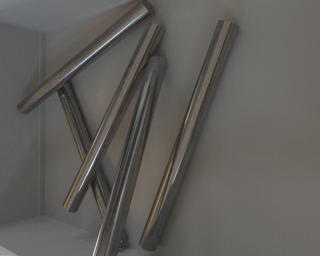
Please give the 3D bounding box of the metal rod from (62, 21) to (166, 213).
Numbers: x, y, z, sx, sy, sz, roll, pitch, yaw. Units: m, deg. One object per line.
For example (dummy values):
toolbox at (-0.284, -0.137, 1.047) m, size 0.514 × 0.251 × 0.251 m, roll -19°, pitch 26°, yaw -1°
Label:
metal rod at (-0.071, -0.007, 0.442) m, size 0.025 × 0.025 × 0.298 m, roll 36°, pitch 106°, yaw 33°

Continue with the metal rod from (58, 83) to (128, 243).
metal rod at (-0.118, 0.040, 0.500) m, size 0.025 × 0.025 × 0.299 m, roll -38°, pitch 67°, yaw 33°

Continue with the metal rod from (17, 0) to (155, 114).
metal rod at (-0.131, -0.100, 0.488) m, size 0.299 × 0.025 × 0.025 m, roll -29°, pitch 72°, yaw 28°

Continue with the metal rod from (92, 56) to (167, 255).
metal rod at (-0.036, 0.048, 0.357) m, size 0.025 × 0.025 × 0.299 m, roll -4°, pitch 63°, yaw 39°

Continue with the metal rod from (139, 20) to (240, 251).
metal rod at (0.030, 0.021, 0.380) m, size 0.025 × 0.025 × 0.298 m, roll 30°, pitch 108°, yaw 36°
